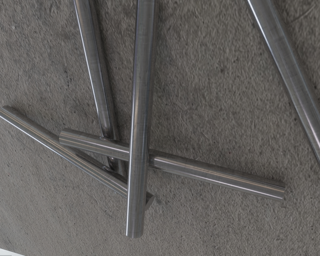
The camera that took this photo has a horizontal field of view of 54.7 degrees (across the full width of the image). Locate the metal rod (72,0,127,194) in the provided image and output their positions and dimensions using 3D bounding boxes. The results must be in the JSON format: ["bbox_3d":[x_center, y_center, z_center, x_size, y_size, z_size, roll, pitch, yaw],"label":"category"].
[{"bbox_3d":[-0.077,-0.030,0.428,0.025,0.025,0.298,8,122,24],"label":"metal rod"}]

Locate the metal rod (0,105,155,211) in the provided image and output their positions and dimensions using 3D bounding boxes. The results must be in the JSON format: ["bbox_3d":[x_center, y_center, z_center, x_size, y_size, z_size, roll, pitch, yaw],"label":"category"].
[{"bbox_3d":[-0.140,0.039,0.482,0.300,0.025,0.025,28,128,19],"label":"metal rod"}]

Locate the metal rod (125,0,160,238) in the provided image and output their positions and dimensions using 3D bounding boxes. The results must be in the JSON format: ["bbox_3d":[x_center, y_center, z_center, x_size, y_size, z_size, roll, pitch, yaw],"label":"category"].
[{"bbox_3d":[-0.024,0.003,0.377,0.025,0.025,0.298,12,110,21],"label":"metal rod"}]

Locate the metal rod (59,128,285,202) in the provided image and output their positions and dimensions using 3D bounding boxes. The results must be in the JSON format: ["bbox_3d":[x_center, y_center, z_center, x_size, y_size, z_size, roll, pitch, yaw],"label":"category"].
[{"bbox_3d":[0.006,0.045,0.410,0.301,0.025,0.025,13,124,13],"label":"metal rod"}]

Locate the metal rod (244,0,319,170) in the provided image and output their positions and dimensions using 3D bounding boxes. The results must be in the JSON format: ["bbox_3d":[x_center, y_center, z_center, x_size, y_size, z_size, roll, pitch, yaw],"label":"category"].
[{"bbox_3d":[0.155,-0.011,0.318,0.025,0.025,0.299,-20,108,35],"label":"metal rod"}]
